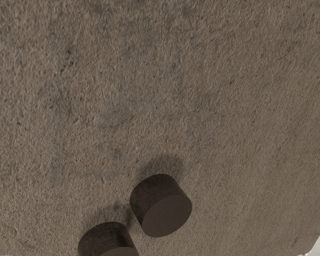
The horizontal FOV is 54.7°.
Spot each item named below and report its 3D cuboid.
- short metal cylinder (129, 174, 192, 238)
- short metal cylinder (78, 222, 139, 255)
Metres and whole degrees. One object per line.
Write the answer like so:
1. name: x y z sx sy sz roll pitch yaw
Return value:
1. short metal cylinder: 0.001 0.116 0.465 0.081 0.050 0.079 -14 125 -21
2. short metal cylinder: -0.078 0.190 0.467 0.081 0.050 0.079 -14 125 -21
